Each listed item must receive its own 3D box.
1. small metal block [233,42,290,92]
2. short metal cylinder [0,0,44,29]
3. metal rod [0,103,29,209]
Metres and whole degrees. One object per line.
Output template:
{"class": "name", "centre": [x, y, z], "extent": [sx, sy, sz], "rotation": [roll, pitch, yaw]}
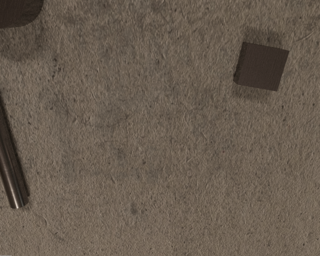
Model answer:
{"class": "small metal block", "centre": [0.124, -0.076, 0.384], "extent": [0.050, 0.025, 0.050], "rotation": [9, 110, -4]}
{"class": "short metal cylinder", "centre": [-0.176, -0.151, 0.338], "extent": [0.081, 0.050, 0.079], "rotation": [0, 110, -1]}
{"class": "metal rod", "centre": [-0.218, -0.030, 0.395], "extent": [0.025, 0.025, 0.298], "rotation": [-6, 110, 2]}
